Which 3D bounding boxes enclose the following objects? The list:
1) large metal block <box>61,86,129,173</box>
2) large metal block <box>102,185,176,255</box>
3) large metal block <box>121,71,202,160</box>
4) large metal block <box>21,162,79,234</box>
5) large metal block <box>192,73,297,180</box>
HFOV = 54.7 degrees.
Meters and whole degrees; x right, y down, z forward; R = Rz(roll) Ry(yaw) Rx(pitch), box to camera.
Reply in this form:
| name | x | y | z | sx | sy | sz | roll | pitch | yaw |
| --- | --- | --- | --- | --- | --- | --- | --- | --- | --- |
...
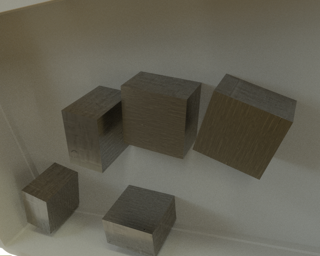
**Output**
| name | x | y | z | sx | sy | sz | roll | pitch | yaw |
| --- | --- | --- | --- | --- | --- | --- | --- | --- | --- |
| large metal block | -0.079 | -0.001 | 0.412 | 0.050 | 0.080 | 0.079 | 14 | 124 | 20 |
| large metal block | -0.029 | 0.139 | 0.473 | 0.080 | 0.080 | 0.050 | 9 | 122 | 23 |
| large metal block | 0.002 | -0.017 | 0.380 | 0.080 | 0.050 | 0.079 | 14 | 124 | 20 |
| large metal block | -0.189 | 0.122 | 0.545 | 0.050 | 0.080 | 0.079 | 20 | 126 | 16 |
| large metal block | 0.091 | -0.002 | 0.342 | 0.080 | 0.050 | 0.079 | 24 | 127 | 13 |
